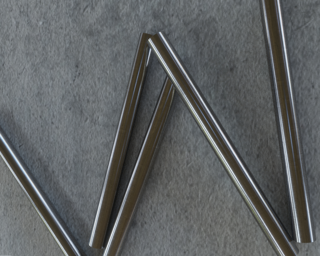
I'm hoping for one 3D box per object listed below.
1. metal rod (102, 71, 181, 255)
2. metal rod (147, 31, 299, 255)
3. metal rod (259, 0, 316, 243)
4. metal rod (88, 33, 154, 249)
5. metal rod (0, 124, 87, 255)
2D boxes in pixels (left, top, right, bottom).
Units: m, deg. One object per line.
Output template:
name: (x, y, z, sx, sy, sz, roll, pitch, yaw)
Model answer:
metal rod: (-0.027, 0.066, 0.417, 0.025, 0.025, 0.298, 22, 97, 18)
metal rod: (0.072, 0.018, 0.367, 0.025, 0.025, 0.299, -32, 86, 17)
metal rod: (0.145, -0.022, 0.357, 0.025, 0.025, 0.298, -8, 87, 19)
metal rod: (-0.052, 0.021, 0.426, 0.025, 0.025, 0.298, 16, 95, 19)
metal rod: (-0.195, 0.096, 0.475, 0.025, 0.025, 0.300, -42, 77, 15)
